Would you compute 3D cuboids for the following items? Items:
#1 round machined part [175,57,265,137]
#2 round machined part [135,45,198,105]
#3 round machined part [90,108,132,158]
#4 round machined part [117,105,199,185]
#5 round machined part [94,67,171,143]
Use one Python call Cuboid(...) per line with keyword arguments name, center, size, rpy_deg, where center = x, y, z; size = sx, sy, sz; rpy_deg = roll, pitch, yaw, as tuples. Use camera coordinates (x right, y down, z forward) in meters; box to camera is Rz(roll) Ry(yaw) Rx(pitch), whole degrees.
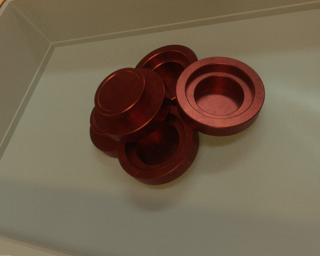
Cuboid(name="round machined part", center=(0.068, -0.033, 0.363), size=(0.099, 0.042, 0.098), rpy_deg=(-2, 61, 3))
Cuboid(name="round machined part", center=(0.012, -0.063, 0.424), size=(0.098, 0.042, 0.098), rpy_deg=(-13, 56, 20))
Cuboid(name="round machined part", center=(-0.056, -0.012, 0.426), size=(0.098, 0.042, 0.098), rpy_deg=(-13, 56, 20))
Cuboid(name="round machined part", center=(0.001, 0.023, 0.376), size=(0.098, 0.042, 0.098), rpy_deg=(-13, 56, 20))
Cuboid(name="round machined part", center=(-0.040, -0.034, 0.377), size=(0.098, 0.042, 0.098), rpy_deg=(-13, 56, 20))
